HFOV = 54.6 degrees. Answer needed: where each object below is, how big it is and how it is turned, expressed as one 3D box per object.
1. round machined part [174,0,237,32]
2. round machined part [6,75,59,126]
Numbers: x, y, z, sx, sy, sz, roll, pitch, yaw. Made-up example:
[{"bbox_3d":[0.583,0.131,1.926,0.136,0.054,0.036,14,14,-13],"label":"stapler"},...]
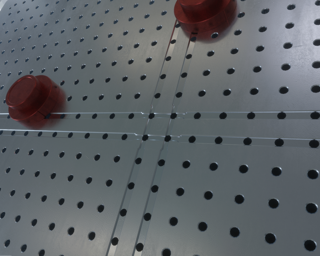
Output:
[{"bbox_3d":[0.067,-0.201,0.487,0.098,0.042,0.098,-13,56,21],"label":"round machined part"},{"bbox_3d":[-0.235,-0.056,0.557,0.098,0.042,0.098,-13,56,21],"label":"round machined part"}]
